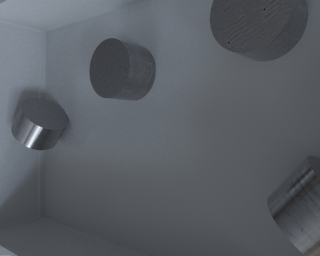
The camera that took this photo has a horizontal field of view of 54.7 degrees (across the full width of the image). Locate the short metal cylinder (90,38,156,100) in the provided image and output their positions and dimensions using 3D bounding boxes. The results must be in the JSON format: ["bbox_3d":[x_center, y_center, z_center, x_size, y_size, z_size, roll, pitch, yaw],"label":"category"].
[{"bbox_3d":[-0.053,-0.080,0.432,0.080,0.050,0.079,0,90,39],"label":"short metal cylinder"}]

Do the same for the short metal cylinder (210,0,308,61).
[{"bbox_3d":[0.098,-0.111,0.309,0.080,0.050,0.079,0,90,39],"label":"short metal cylinder"}]

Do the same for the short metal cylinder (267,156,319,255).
[{"bbox_3d":[0.139,0.069,0.256,0.080,0.081,0.050,48,118,29],"label":"short metal cylinder"}]

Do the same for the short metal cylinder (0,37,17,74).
[{"bbox_3d":[-0.362,-0.162,0.687,0.080,0.050,0.079,0,90,39],"label":"short metal cylinder"}]

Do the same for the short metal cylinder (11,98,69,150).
[{"bbox_3d":[-0.208,-0.007,0.539,0.080,0.081,0.050,52,120,27],"label":"short metal cylinder"}]
